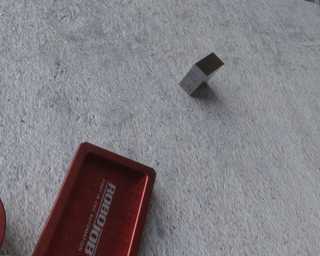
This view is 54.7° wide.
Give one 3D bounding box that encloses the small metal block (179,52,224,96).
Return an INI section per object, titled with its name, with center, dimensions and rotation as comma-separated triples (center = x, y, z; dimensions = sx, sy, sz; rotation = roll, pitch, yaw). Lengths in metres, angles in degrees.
[small metal block]
center = 0.063, -0.082, 0.472
dimensions = 0.025, 0.050, 0.050
rotation = 48, 51, 5

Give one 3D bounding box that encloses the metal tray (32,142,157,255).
[metal tray]
center = -0.062, 0.088, 0.313
dimensions = 0.090, 0.030, 0.130
rotation = 24, 53, -14

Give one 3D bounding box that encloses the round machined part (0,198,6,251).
[round machined part]
center = -0.178, 0.085, 0.245
dimensions = 0.099, 0.042, 0.098
rotation = 14, 56, -21
